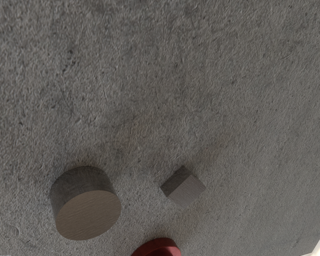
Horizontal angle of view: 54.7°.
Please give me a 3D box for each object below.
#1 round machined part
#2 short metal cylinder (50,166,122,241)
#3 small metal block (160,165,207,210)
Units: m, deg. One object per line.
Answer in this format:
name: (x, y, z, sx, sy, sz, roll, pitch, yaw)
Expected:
round machined part: (-0.006, 0.244, 0.544, 0.099, 0.042, 0.097, -14, 124, -21)
short metal cylinder: (-0.096, 0.096, 0.398, 0.081, 0.050, 0.079, -14, 124, -21)
small metal block: (0.037, 0.093, 0.485, 0.050, 0.025, 0.050, -44, 129, 2)
